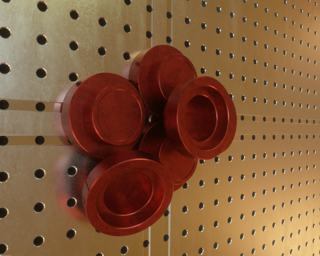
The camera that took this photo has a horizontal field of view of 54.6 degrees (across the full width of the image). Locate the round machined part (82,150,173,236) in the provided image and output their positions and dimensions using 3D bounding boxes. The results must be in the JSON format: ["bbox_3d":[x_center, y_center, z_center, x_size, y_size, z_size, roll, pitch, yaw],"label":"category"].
[{"bbox_3d":[-0.038,0.068,0.348,0.099,0.042,0.097,-10,116,-21],"label":"round machined part"}]

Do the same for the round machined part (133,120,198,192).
[{"bbox_3d":[0.012,0.038,0.406,0.099,0.042,0.097,0,90,-40],"label":"round machined part"}]

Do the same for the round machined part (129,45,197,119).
[{"bbox_3d":[0.012,-0.060,0.407,0.099,0.042,0.097,0,90,-40],"label":"round machined part"}]

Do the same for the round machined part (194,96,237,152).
[{"bbox_3d":[0.065,-0.011,0.450,0.099,0.042,0.097,0,90,-40],"label":"round machined part"}]

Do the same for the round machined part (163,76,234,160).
[{"bbox_3d":[0.043,-0.012,0.377,0.099,0.042,0.097,0,90,-40],"label":"round machined part"}]

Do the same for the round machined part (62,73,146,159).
[{"bbox_3d":[-0.055,-0.014,0.351,0.099,0.042,0.097,0,90,-40],"label":"round machined part"}]
